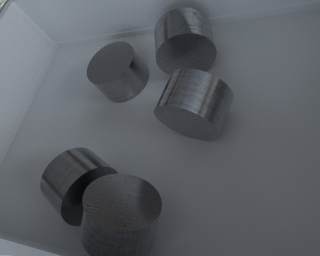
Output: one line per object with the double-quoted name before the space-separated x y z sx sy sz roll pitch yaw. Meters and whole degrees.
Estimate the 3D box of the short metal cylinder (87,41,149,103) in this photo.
"short metal cylinder" -0.064 -0.086 0.476 0.080 0.050 0.080 -13 56 21

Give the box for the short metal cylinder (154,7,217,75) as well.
"short metal cylinder" 0.033 -0.115 0.423 0.080 0.080 0.050 -16 55 19

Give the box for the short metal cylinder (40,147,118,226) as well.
"short metal cylinder" -0.095 0.071 0.377 0.050 0.080 0.080 31 79 38

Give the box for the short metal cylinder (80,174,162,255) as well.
"short metal cylinder" -0.042 0.094 0.328 0.081 0.050 0.080 9 31 -5

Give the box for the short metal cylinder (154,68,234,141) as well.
"short metal cylinder" 0.040 -0.026 0.365 0.080 0.080 0.050 12 68 33
